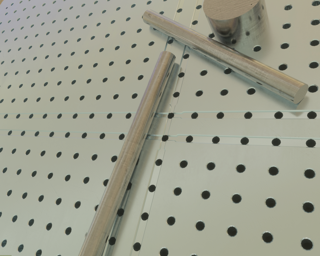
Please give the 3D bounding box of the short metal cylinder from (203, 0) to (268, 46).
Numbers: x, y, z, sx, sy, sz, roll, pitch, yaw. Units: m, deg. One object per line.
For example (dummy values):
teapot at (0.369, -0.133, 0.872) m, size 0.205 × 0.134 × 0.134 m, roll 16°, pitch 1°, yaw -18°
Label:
short metal cylinder at (0.107, -0.163, 0.436) m, size 0.080 × 0.050 × 0.080 m, roll -13°, pitch 56°, yaw 20°

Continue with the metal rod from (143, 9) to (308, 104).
metal rod at (0.070, -0.115, 0.441) m, size 0.025 × 0.025 × 0.300 m, roll -46°, pitch 52°, yaw -4°

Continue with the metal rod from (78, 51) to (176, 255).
metal rod at (-0.036, 0.023, 0.411) m, size 0.025 × 0.025 × 0.300 m, roll 6°, pitch 65°, yaw 31°
